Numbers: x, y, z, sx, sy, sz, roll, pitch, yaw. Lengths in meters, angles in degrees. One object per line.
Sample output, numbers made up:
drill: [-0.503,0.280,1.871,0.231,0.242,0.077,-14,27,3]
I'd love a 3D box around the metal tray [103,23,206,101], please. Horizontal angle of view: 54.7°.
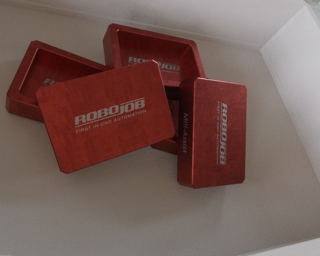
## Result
metal tray: [-0.005,-0.084,0.412,0.131,0.030,0.090,3,60,-27]

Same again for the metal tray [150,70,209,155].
metal tray: [0.038,-0.023,0.436,0.091,0.030,0.130,18,55,-18]

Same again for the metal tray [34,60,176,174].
metal tray: [-0.056,-0.015,0.337,0.131,0.030,0.089,-18,101,-19]

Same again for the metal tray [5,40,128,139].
metal tray: [-0.101,-0.043,0.371,0.131,0.030,0.090,18,55,-18]

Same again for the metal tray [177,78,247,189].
metal tray: [0.068,0.007,0.393,0.091,0.030,0.129,2,89,-34]
